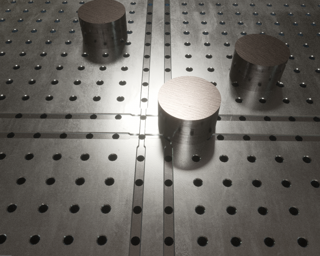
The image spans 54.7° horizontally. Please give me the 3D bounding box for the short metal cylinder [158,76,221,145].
[{"bbox_3d":[0.037,-0.024,0.412,0.081,0.050,0.080,0,50,0],"label":"short metal cylinder"}]

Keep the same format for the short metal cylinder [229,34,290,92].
[{"bbox_3d":[0.152,-0.101,0.479,0.081,0.050,0.080,0,50,0],"label":"short metal cylinder"}]

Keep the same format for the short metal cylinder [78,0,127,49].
[{"bbox_3d":[-0.099,-0.183,0.544,0.081,0.050,0.080,0,50,0],"label":"short metal cylinder"}]
